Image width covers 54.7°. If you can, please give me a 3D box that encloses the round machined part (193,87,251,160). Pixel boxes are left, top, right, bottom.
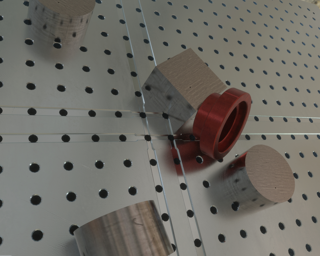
[{"bbox_3d":[0.081,-0.009,0.419,0.042,0.097,0.099,28,45,29],"label":"round machined part"}]

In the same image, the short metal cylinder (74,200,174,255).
[{"bbox_3d":[-0.034,0.107,0.289,0.081,0.080,0.050,-11,67,-33],"label":"short metal cylinder"}]

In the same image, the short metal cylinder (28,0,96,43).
[{"bbox_3d":[-0.134,-0.163,0.419,0.081,0.050,0.080,14,56,-21],"label":"short metal cylinder"}]

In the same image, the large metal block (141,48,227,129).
[{"bbox_3d":[0.036,-0.058,0.447,0.080,0.050,0.080,49,51,6],"label":"large metal block"}]

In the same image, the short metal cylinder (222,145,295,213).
[{"bbox_3d":[0.133,0.069,0.422,0.081,0.050,0.080,14,56,-21],"label":"short metal cylinder"}]
